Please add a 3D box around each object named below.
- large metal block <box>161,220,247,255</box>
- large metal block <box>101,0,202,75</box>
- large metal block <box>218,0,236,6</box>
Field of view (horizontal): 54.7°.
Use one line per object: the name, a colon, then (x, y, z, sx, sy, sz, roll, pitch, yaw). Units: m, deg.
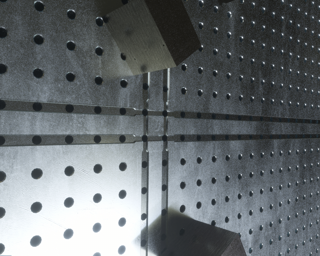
large metal block: (0.061, 0.181, 0.427, 0.081, 0.080, 0.050, -35, 112, -35)
large metal block: (-0.010, -0.114, 0.366, 0.050, 0.080, 0.080, -44, 117, -31)
large metal block: (0.129, -0.254, 0.503, 0.081, 0.050, 0.080, -32, 111, -36)
